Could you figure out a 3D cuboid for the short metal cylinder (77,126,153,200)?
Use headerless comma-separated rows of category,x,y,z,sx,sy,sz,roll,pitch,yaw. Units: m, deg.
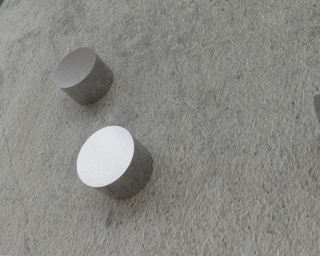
short metal cylinder,-0.056,0.044,0.390,0.080,0.050,0.080,-13,56,21

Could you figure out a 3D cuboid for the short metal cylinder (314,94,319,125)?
short metal cylinder,0.181,-0.003,0.275,0.050,0.080,0.080,-23,53,14

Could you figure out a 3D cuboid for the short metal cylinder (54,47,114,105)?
short metal cylinder,-0.124,-0.084,0.505,0.080,0.050,0.080,-13,56,21
